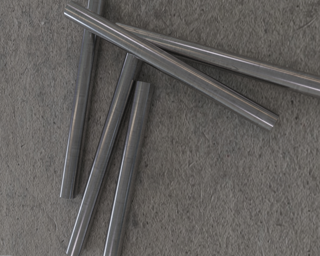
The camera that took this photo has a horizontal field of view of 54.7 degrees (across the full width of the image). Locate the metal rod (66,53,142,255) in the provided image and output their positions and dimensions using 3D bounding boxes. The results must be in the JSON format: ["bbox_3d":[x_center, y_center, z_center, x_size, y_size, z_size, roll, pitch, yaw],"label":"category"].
[{"bbox_3d":[-0.079,0.040,0.436,0.025,0.025,0.298,20,97,19],"label":"metal rod"}]

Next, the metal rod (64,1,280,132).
[{"bbox_3d":[0.006,-0.082,0.389,0.301,0.025,0.025,31,100,10],"label":"metal rod"}]

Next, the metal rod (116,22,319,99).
[{"bbox_3d":[0.075,-0.084,0.382,0.301,0.025,0.025,21,97,18],"label":"metal rod"}]

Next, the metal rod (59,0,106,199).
[{"bbox_3d":[-0.112,-0.046,0.448,0.025,0.025,0.298,10,93,19],"label":"metal rod"}]

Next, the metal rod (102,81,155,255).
[{"bbox_3d":[-0.049,0.085,0.426,0.025,0.025,0.298,13,94,19],"label":"metal rod"}]
